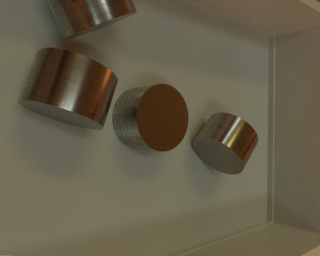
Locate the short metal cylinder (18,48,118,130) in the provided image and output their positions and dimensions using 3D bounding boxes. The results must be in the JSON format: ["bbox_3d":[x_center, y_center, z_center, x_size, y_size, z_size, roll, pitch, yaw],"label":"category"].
[{"bbox_3d":[-0.087,-0.035,0.299,0.080,0.080,0.050,25,75,-38],"label":"short metal cylinder"}]

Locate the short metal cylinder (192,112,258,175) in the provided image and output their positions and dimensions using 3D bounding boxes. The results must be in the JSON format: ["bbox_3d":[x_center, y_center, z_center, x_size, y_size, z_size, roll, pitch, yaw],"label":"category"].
[{"bbox_3d":[0.095,0.023,0.453,0.080,0.080,0.050,52,59,-28],"label":"short metal cylinder"}]

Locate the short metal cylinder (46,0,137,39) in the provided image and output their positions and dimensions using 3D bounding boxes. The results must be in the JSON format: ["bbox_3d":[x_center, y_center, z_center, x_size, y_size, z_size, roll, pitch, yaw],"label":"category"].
[{"bbox_3d":[-0.070,-0.128,0.313,0.081,0.080,0.050,-34,111,-35],"label":"short metal cylinder"}]

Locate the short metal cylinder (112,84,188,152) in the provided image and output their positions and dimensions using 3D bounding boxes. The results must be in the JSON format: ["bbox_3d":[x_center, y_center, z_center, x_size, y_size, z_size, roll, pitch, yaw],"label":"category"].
[{"bbox_3d":[-0.011,-0.012,0.383,0.081,0.050,0.079,0,90,-40],"label":"short metal cylinder"}]
